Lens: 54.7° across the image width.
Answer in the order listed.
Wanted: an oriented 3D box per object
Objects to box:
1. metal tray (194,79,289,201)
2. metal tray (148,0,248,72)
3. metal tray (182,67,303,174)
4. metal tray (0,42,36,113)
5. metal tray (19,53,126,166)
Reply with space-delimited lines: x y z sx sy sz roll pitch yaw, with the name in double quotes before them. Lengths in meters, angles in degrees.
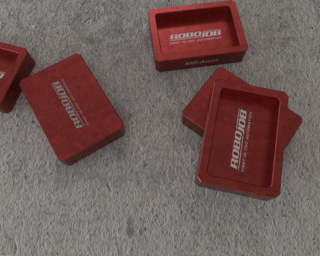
"metal tray" 0.098 0.012 0.368 0.090 0.030 0.130 12 70 4
"metal tray" 0.053 -0.136 0.455 0.131 0.030 0.090 -8 70 -3
"metal tray" 0.106 -0.010 0.410 0.130 0.030 0.090 35 74 12
"metal tray" -0.256 -0.081 0.432 0.131 0.030 0.090 15 71 5
"metal tray" -0.117 -0.027 0.414 0.090 0.030 0.130 -30 73 -11
